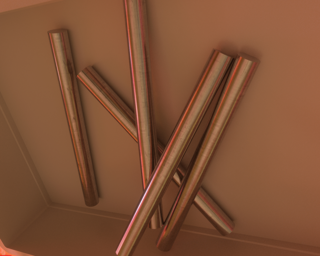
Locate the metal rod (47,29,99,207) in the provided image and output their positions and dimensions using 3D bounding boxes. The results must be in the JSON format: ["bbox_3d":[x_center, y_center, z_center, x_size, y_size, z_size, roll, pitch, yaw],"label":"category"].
[{"bbox_3d":[-0.126,0.003,0.474,0.025,0.025,0.298,11,123,22],"label":"metal rod"}]

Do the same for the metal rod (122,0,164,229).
[{"bbox_3d":[-0.018,-0.002,0.390,0.025,0.025,0.298,6,113,25],"label":"metal rod"}]

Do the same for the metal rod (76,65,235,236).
[{"bbox_3d":[-0.002,0.035,0.429,0.300,0.025,0.025,48,129,-6],"label":"metal rod"}]

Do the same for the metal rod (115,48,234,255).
[{"bbox_3d":[0.008,0.047,0.379,0.025,0.025,0.298,29,111,10],"label":"metal rod"}]

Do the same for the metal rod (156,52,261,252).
[{"bbox_3d":[0.048,0.051,0.389,0.025,0.025,0.298,26,120,12],"label":"metal rod"}]
